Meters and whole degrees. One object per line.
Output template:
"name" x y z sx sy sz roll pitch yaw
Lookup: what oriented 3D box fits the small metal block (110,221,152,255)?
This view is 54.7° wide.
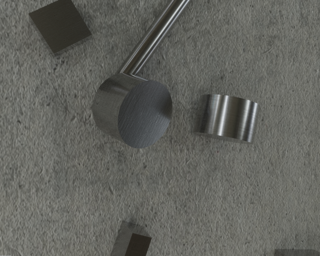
"small metal block" -0.037 0.149 0.383 0.025 0.050 0.050 21 83 -19

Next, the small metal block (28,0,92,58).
"small metal block" -0.117 -0.119 0.366 0.050 0.025 0.050 -34 101 -17

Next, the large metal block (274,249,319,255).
"large metal block" 0.223 0.238 0.481 0.081 0.050 0.080 9 87 -20

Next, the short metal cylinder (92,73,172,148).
"short metal cylinder" -0.032 -0.021 0.368 0.081 0.050 0.079 -20 120 -39

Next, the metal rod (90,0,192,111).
"metal rod" 0.005 -0.139 0.411 0.025 0.025 0.300 37 78 -17

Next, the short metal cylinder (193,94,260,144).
"short metal cylinder" 0.088 -0.010 0.414 0.081 0.080 0.050 13 86 -20
